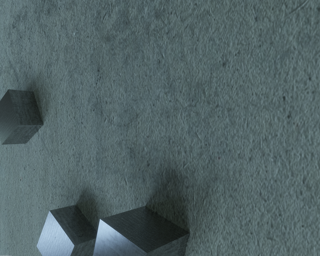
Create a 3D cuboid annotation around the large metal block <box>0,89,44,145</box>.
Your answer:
[{"bbox_3d":[-0.288,-0.021,0.627,0.080,0.050,0.080,-36,68,34],"label":"large metal block"}]

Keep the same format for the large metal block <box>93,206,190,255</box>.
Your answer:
[{"bbox_3d":[-0.023,0.146,0.388,0.080,0.081,0.050,20,103,38],"label":"large metal block"}]

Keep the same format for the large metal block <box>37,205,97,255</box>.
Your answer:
[{"bbox_3d":[-0.154,0.189,0.516,0.080,0.050,0.079,38,113,33],"label":"large metal block"}]
